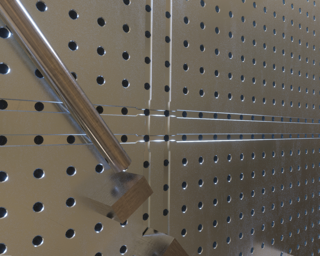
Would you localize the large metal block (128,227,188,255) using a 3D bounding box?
[{"bbox_3d":[-0.002,0.189,0.392,0.080,0.050,0.080,-48,119,-29],"label":"large metal block"}]

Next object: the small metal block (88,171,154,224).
[{"bbox_3d":[-0.045,0.077,0.355,0.050,0.050,0.025,-41,115,-32],"label":"small metal block"}]

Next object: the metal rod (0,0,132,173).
[{"bbox_3d":[-0.116,-0.072,0.311,0.025,0.025,0.299,-46,118,-30],"label":"metal rod"}]
